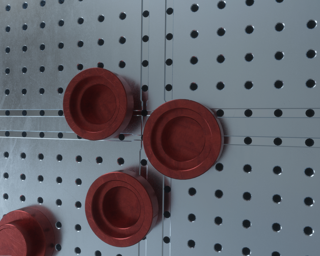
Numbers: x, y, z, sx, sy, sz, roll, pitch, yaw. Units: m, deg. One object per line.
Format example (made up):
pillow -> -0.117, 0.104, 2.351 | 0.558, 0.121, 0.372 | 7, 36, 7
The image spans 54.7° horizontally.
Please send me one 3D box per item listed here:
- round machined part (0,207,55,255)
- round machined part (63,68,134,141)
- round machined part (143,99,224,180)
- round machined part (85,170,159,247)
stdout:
round machined part -> -0.217, 0.176, 0.478 | 0.098, 0.042, 0.097 | 0, 90, 19
round machined part -> -0.081, -0.032, 0.431 | 0.098, 0.042, 0.097 | 0, 90, 19
round machined part -> 0.032, 0.013, 0.392 | 0.098, 0.042, 0.097 | 0, 90, 19
round machined part -> -0.048, 0.105, 0.419 | 0.098, 0.042, 0.097 | 0, 90, 19
